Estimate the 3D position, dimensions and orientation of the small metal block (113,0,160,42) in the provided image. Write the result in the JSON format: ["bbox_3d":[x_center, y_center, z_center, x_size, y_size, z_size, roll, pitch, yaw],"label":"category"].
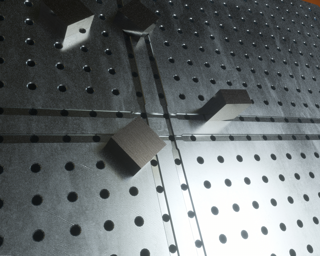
[{"bbox_3d":[-0.037,-0.172,0.493,0.050,0.025,0.050,39,51,-2],"label":"small metal block"}]

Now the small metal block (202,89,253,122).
[{"bbox_3d":[0.100,-0.034,0.466,0.050,0.050,0.025,-4,64,-30],"label":"small metal block"}]

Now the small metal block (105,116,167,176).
[{"bbox_3d":[-0.029,0.021,0.379,0.050,0.025,0.050,46,51,4],"label":"small metal block"}]

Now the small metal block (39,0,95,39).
[{"bbox_3d":[-0.130,-0.160,0.435,0.050,0.025,0.050,45,51,3],"label":"small metal block"}]
